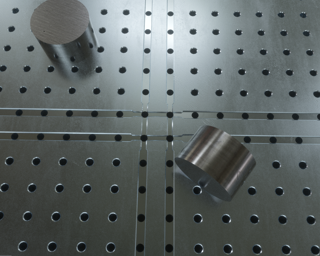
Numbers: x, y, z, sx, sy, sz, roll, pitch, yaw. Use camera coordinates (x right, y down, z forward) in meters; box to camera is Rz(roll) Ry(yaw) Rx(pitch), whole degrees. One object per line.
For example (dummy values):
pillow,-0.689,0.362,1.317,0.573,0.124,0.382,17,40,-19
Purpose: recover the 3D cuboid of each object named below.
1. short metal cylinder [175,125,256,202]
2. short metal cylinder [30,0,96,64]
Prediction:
short metal cylinder,0.065,0.042,0.368,0.080,0.080,0.050,37,74,12
short metal cylinder,-0.137,-0.140,0.448,0.081,0.050,0.080,0,70,0
